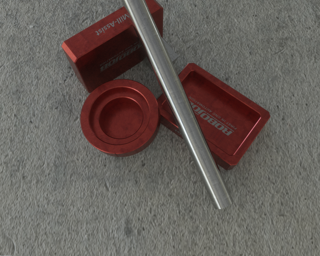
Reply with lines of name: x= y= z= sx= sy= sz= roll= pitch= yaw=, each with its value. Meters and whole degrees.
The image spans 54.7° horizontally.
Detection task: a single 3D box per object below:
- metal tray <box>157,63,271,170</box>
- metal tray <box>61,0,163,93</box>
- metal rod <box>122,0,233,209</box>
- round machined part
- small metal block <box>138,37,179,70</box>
metal tray: x=0.066 y=-0.017 z=0.414 sx=0.130 sy=0.030 sz=0.090 roll=36 pitch=74 yaw=12
metal tray: x=-0.056 y=-0.110 z=0.414 sx=0.131 sy=0.090 sz=0.030 roll=-36 pitch=74 yaw=-12
metal rod: x=0.017 y=-0.043 z=0.369 sx=0.025 sy=0.025 sz=0.299 roll=-25 pitch=94 yaw=-9
round machined part: x=-0.048 y=-0.010 z=0.400 sx=0.099 sy=0.042 sz=0.098 roll=-2 pitch=73 yaw=5
small metal block: x=-0.005 y=-0.101 z=0.428 sx=0.025 sy=0.050 sz=0.050 roll=-42 pitch=90 yaw=-11
